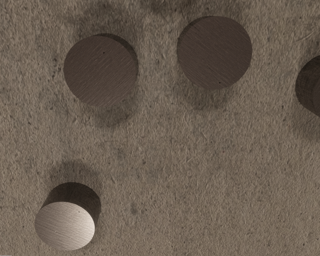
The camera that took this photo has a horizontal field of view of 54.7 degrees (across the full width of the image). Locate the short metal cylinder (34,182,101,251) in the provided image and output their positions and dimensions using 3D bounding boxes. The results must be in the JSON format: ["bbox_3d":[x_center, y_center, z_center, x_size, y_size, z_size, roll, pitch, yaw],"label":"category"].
[{"bbox_3d":[-0.129,0.125,0.441,0.081,0.050,0.079,0,110,-1],"label":"short metal cylinder"}]

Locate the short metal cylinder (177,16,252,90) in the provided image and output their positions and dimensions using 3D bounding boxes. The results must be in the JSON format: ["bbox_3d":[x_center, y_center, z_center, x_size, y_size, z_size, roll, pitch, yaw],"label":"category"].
[{"bbox_3d":[0.061,-0.090,0.364,0.081,0.050,0.079,0,110,-1],"label":"short metal cylinder"}]

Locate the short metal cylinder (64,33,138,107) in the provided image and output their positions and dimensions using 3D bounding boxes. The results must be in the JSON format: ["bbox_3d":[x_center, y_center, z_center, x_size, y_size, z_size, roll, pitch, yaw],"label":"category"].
[{"bbox_3d":[-0.067,-0.070,0.370,0.081,0.050,0.079,0,110,-1],"label":"short metal cylinder"}]

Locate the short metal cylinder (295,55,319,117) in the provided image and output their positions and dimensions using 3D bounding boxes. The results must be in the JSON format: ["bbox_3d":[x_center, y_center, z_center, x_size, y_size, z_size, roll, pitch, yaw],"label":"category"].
[{"bbox_3d":[0.218,-0.049,0.381,0.081,0.050,0.079,0,110,-1],"label":"short metal cylinder"}]
